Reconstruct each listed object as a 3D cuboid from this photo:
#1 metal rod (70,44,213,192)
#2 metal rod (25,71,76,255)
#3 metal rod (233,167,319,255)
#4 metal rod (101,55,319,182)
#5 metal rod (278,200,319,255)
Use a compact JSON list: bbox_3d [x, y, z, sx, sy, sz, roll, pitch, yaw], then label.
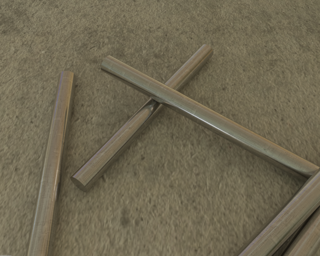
[{"bbox_3d":[-0.007,-0.031,0.429,0.025,0.025,0.301,27,55,21],"label":"metal rod"},{"bbox_3d":[-0.126,0.038,0.369,0.025,0.025,0.300,-4,50,-4],"label":"metal rod"},{"bbox_3d":[0.161,0.069,0.326,0.302,0.025,0.025,-36,59,-19],"label":"metal rod"},{"bbox_3d":[0.053,-0.017,0.394,0.301,0.025,0.025,30,56,14],"label":"metal rod"},{"bbox_3d":[0.156,0.105,0.316,0.025,0.025,0.302,37,59,26],"label":"metal rod"}]
